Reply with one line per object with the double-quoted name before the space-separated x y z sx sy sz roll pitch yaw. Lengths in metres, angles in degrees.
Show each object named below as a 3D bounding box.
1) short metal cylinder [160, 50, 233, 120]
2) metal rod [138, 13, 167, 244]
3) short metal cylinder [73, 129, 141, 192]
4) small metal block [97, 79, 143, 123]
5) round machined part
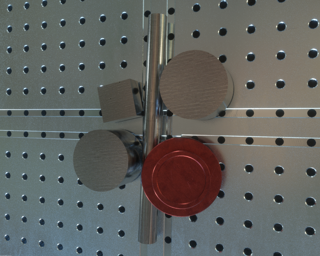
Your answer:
"short metal cylinder" 0.046 -0.050 0.378 0.080 0.050 0.079 0 90 20
"metal rod" -0.010 0.002 0.412 0.025 0.025 0.298 3 91 20
"short metal cylinder" -0.068 0.042 0.419 0.080 0.050 0.079 0 90 20
"small metal block" -0.054 -0.036 0.427 0.050 0.025 0.050 -12 86 19
"round machined part" 0.026 0.060 0.377 0.099 0.042 0.097 0 89 3
